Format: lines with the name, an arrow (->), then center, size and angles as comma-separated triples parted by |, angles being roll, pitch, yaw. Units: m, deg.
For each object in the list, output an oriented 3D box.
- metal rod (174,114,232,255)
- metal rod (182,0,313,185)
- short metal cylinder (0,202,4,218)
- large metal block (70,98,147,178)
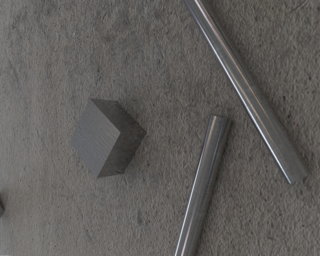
metal rod -> 0.036, 0.130, 0.375 | 0.025, 0.025, 0.298 | 21, 103, 38
metal rod -> 0.075, -0.080, 0.343 | 0.025, 0.025, 0.299 | -37, 67, 34
short metal cylinder -> -0.408, 0.185, 0.707 | 0.050, 0.081, 0.080 | 49, 119, 28
large metal block -> -0.078, 0.014, 0.453 | 0.080, 0.050, 0.080 | 44, 117, 31
